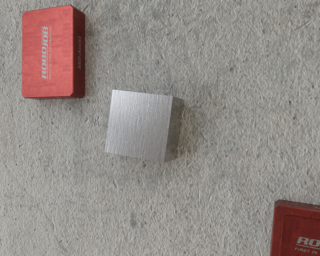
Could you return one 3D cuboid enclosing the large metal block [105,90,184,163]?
[{"bbox_3d":[-0.019,-0.004,0.402,0.080,0.050,0.079,8,93,19],"label":"large metal block"}]

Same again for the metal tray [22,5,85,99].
[{"bbox_3d":[-0.159,-0.109,0.461,0.090,0.030,0.129,0,90,19],"label":"metal tray"}]

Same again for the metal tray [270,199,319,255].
[{"bbox_3d":[0.191,0.135,0.339,0.130,0.030,0.089,5,92,19],"label":"metal tray"}]
